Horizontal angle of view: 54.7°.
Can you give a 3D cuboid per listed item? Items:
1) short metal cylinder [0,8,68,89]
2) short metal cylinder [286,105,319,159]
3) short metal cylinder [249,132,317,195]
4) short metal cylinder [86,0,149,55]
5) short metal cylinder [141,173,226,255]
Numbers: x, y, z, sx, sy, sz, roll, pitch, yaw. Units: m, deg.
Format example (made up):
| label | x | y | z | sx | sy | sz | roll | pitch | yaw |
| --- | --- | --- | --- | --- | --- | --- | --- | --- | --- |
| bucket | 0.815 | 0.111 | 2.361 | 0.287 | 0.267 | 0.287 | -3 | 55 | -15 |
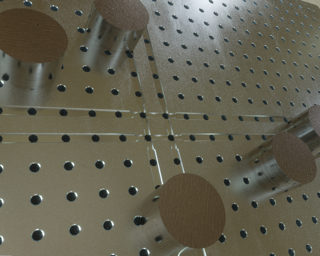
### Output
| label | x | y | z | sx | sy | sz | roll | pitch | yaw |
| --- | --- | --- | --- | --- | --- | --- | --- | --- | --- |
| short metal cylinder | -0.155 | -0.093 | 0.365 | 0.081 | 0.050 | 0.080 | 14 | 56 | -21 |
| short metal cylinder | 0.266 | 0.007 | 0.530 | 0.081 | 0.050 | 0.080 | 13 | 56 | -21 |
| short metal cylinder | 0.180 | 0.052 | 0.457 | 0.081 | 0.050 | 0.080 | 14 | 56 | -21 |
| short metal cylinder | -0.063 | -0.155 | 0.453 | 0.081 | 0.050 | 0.080 | 13 | 56 | -21 |
| short metal cylinder | 0.025 | 0.097 | 0.346 | 0.081 | 0.050 | 0.080 | 14 | 56 | -21 |
